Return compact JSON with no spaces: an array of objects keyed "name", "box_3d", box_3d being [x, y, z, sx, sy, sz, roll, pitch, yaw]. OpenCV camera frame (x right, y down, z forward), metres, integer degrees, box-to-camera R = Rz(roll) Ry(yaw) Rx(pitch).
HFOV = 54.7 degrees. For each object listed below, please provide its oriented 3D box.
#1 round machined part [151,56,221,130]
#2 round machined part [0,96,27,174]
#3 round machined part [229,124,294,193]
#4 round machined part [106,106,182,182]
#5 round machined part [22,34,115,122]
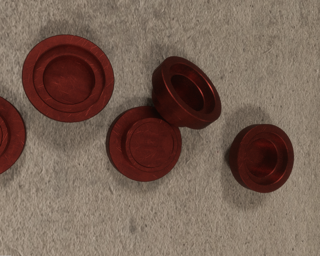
[{"name":"round machined part","box_3d":[0.029,-0.040,0.395,0.099,0.042,0.098,25,45,-28]},{"name":"round machined part","box_3d":[-0.196,0.008,0.328,0.099,0.042,0.097,0,90,-21]},{"name":"round machined part","box_3d":[0.143,0.043,0.455,0.099,0.042,0.097,0,90,-21]},{"name":"round machined part","box_3d":[-0.016,0.020,0.395,0.099,0.042,0.097,0,90,-21]},{"name":"round machined part","box_3d":[-0.106,-0.055,0.361,0.099,0.042,0.097,0,90,-21]}]
